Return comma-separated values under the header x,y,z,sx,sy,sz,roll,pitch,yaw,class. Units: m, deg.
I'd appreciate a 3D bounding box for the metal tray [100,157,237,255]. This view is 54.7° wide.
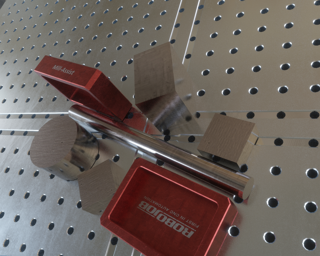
x,y,z,sx,sy,sz,roll,pitch,yaw,class
0.006,0.096,0.342,0.130,0.030,0.090,20,72,35,metal tray

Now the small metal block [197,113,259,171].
x,y,z,sx,sy,sz,roll,pitch,yaw,class
0.079,0.015,0.357,0.050,0.025,0.050,19,71,35,small metal block

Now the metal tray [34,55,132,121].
x,y,z,sx,sy,sz,roll,pitch,yaw,class
-0.114,-0.060,0.462,0.130,0.090,0.030,20,73,35,metal tray

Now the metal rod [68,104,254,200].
x,y,z,sx,sy,sz,roll,pitch,yaw,class
-0.022,0.018,0.408,0.300,0.025,0.025,21,73,36,metal rod

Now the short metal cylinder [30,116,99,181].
x,y,z,sx,sy,sz,roll,pitch,yaw,class
-0.137,0.029,0.445,0.080,0.050,0.080,-13,56,21,short metal cylinder

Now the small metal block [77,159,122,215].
x,y,z,sx,sy,sz,roll,pitch,yaw,class
-0.076,0.076,0.402,0.050,0.025,0.050,-28,52,10,small metal block

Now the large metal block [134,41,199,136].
x,y,z,sx,sy,sz,roll,pitch,yaw,class
0.008,-0.048,0.400,0.050,0.080,0.080,-17,55,19,large metal block
